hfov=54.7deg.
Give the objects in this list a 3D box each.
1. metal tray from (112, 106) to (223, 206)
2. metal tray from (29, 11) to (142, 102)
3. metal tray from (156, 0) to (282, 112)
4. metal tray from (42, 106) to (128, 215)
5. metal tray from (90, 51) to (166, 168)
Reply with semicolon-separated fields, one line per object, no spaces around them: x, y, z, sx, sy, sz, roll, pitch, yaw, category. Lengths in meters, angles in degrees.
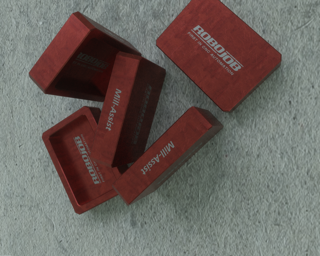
0.013;0.032;0.370;0.130;0.090;0.030;-45;76;14;metal tray
-0.084;-0.079;0.383;0.030;0.130;0.090;45;104;14;metal tray
0.070;-0.094;0.382;0.090;0.030;0.130;-46;76;14;metal tray
-0.103;0.045;0.442;0.090;0.030;0.130;-30;81;17;metal tray
-0.036;-0.021;0.387;0.030;0.090;0.129;17;96;19;metal tray
